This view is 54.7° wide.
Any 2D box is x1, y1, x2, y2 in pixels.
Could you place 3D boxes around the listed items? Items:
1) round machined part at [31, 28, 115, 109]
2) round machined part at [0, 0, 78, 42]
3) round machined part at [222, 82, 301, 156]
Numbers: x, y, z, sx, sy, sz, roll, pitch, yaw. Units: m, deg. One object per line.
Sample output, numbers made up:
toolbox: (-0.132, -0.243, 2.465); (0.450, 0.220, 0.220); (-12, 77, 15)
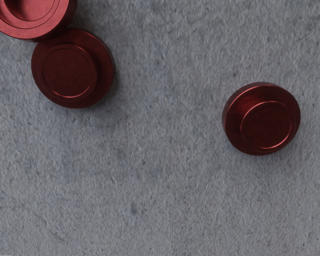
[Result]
round machined part: (-0.106, -0.069, 0.374); (0.099, 0.042, 0.097); (0, 110, -1)
round machined part: (-0.137, -0.143, 0.338); (0.099, 0.042, 0.097); (0, 96, 4)
round machined part: (0.133, -0.007, 0.400); (0.099, 0.042, 0.097); (0, 110, -1)
